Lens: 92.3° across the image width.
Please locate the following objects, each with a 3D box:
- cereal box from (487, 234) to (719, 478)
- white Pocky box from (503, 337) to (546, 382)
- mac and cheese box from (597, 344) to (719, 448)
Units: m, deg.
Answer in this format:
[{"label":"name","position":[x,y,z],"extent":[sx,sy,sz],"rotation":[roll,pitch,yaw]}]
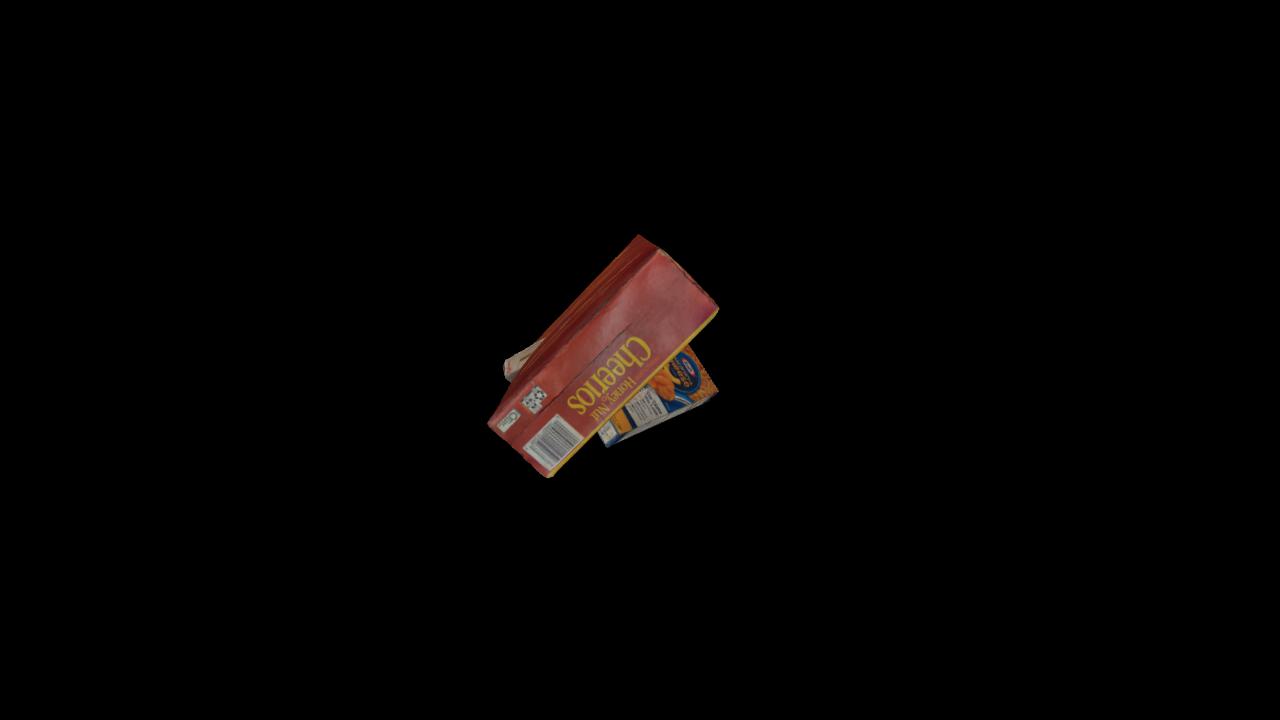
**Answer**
[{"label":"cereal box","position":[-0.038,-0.028,0.631],"extent":[0.081,0.203,0.306],"rotation":[44,7,-11]},{"label":"white Pocky box","position":[-0.054,-0.003,0.631],"extent":[0.154,0.028,0.084],"rotation":[-27,-43,18]},{"label":"mac and cheese box","position":[0.009,0.033,0.755],"extent":[0.184,0.093,0.041],"rotation":[-19,-20,-44]}]
